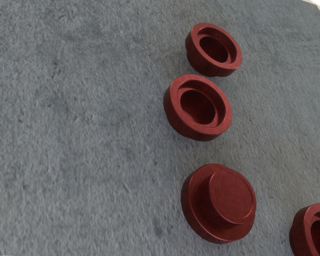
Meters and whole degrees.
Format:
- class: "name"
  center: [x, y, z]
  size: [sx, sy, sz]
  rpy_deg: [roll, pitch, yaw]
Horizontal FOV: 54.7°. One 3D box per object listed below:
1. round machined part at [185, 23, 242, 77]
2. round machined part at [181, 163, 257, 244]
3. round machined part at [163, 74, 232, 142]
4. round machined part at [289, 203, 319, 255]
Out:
- class: "round machined part"
  center: [0.085, -0.124, 0.516]
  size: [0.099, 0.042, 0.098]
  rpy_deg: [14, 56, -21]
- class: "round machined part"
  center: [0.079, 0.089, 0.383]
  size: [0.099, 0.042, 0.098]
  rpy_deg: [14, 56, -21]
- class: "round machined part"
  center: [0.048, -0.024, 0.436]
  size: [0.099, 0.042, 0.098]
  rpy_deg: [14, 56, -21]
- class: "round machined part"
  center: [0.216, 0.155, 0.417]
  size: [0.099, 0.042, 0.098]
  rpy_deg: [14, 56, -21]
